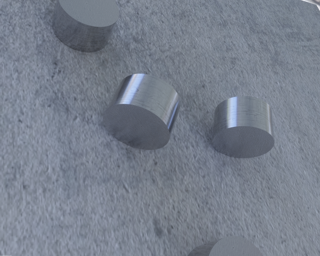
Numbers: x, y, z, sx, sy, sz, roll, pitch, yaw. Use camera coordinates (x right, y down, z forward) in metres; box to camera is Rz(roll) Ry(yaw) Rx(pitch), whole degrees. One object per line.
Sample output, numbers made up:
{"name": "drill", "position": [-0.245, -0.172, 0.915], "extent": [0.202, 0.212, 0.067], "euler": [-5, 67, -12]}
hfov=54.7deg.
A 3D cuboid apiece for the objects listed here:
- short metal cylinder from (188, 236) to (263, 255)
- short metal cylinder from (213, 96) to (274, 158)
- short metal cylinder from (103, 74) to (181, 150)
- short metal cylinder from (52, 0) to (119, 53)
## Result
{"name": "short metal cylinder", "position": [0.070, 0.161, 0.329], "extent": [0.081, 0.050, 0.080], "euler": [14, 56, -21]}
{"name": "short metal cylinder", "position": [0.116, 0.001, 0.433], "extent": [0.080, 0.080, 0.050], "euler": [21, 54, -16]}
{"name": "short metal cylinder", "position": [-0.021, -0.018, 0.370], "extent": [0.080, 0.080, 0.050], "euler": [28, 52, -11]}
{"name": "short metal cylinder", "position": [-0.103, -0.152, 0.426], "extent": [0.081, 0.050, 0.080], "euler": [14, 56, -21]}
